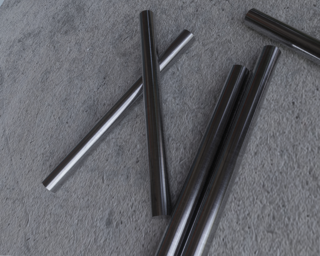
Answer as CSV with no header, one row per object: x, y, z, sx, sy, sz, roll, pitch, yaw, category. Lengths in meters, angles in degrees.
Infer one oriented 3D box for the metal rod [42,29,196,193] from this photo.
-0.056,-0.028,0.450,0.300,0.025,0.025,-48,51,-6,metal rod

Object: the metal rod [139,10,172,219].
-0.009,-0.036,0.407,0.025,0.025,0.299,-15,63,20,metal rod

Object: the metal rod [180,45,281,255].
0.078,0.033,0.342,0.025,0.025,0.300,13,68,33,metal rod

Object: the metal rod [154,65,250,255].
0.042,0.056,0.347,0.025,0.025,0.300,12,68,33,metal rod

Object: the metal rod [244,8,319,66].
0.204,-0.067,0.337,0.025,0.025,0.300,-41,51,0,metal rod
